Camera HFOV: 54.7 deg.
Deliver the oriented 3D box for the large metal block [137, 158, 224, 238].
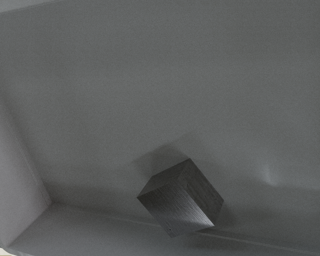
[{"bbox_3d":[0.029,0.100,0.438,0.080,0.050,0.080,-32,101,38],"label":"large metal block"}]
